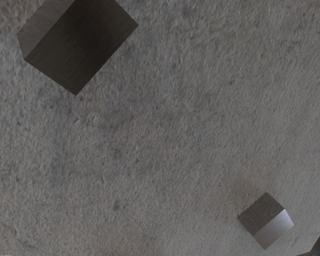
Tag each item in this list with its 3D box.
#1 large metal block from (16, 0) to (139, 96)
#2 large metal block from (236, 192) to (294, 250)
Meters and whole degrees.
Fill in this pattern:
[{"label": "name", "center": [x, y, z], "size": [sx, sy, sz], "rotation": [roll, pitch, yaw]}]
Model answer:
[{"label": "large metal block", "center": [-0.077, -0.087, 0.276], "size": [0.080, 0.080, 0.050], "rotation": [-47, 130, 5]}, {"label": "large metal block", "center": [0.215, 0.190, 0.629], "size": [0.080, 0.050, 0.080], "rotation": [-41, 130, -1]}]
